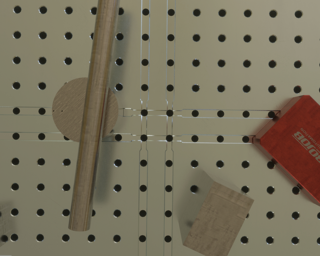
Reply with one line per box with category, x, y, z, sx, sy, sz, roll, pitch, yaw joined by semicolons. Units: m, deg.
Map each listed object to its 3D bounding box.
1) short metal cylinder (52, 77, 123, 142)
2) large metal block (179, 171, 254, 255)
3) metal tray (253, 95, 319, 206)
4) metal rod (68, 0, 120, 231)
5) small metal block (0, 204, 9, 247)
short metal cylinder;-0.090;-0.022;0.400;0.081;0.050;0.080;0;90;0
large metal block;0.066;0.106;0.386;0.050;0.080;0.080;26;90;0
metal tray;0.203;0.031;0.412;0.130;0.030;0.090;45;90;0
metal rod;-0.075;-0.031;0.362;0.025;0.025;0.298;8;90;0
small metal block;-0.235;0.132;0.412;0.050;0.025;0.050;-7;90;0
